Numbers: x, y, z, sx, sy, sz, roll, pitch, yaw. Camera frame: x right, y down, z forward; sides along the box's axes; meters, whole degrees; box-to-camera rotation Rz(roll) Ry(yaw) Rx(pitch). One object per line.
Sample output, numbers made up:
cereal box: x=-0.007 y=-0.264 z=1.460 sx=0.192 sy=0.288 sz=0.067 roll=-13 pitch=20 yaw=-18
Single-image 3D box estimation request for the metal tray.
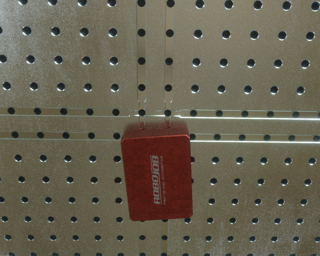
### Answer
metal tray: x=-0.002 y=0.067 z=0.435 sx=0.091 sy=0.030 sz=0.129 roll=-4 pitch=110 yaw=1
